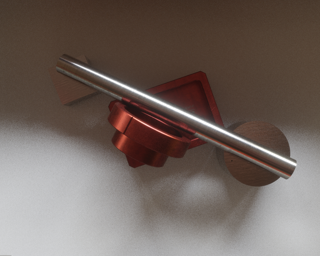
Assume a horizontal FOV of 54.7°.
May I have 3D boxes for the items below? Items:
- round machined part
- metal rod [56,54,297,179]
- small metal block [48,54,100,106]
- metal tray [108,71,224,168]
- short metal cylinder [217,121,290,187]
[{"bbox_3d":[-0.017,0.011,0.360,0.098,0.098,0.042,28,98,-1],"label":"round machined part"},{"bbox_3d":[0.014,-0.016,0.369,0.301,0.025,0.025,25,90,6],"label":"metal rod"},{"bbox_3d":[-0.111,-0.062,0.408,0.050,0.025,0.050,-22,90,-1],"label":"small metal block"},{"bbox_3d":[0.009,-0.011,0.407,0.131,0.030,0.090,-19,90,-1],"label":"metal tray"},{"bbox_3d":[0.117,0.031,0.399,0.081,0.050,0.079,0,90,-1],"label":"short metal cylinder"}]
